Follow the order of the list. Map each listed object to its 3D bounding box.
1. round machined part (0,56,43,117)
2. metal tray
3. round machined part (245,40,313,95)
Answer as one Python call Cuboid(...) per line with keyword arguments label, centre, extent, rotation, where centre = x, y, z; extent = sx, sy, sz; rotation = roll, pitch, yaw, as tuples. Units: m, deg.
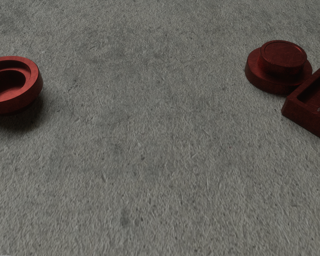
Cuboid(label="round machined part", centre=(-0.215, -0.055, 0.435), extent=(0.099, 0.042, 0.098), rotation=(0, 50, 0))
Cuboid(label="metal tray", centre=(0.247, -0.040, 0.436), extent=(0.131, 0.030, 0.090), rotation=(-36, 59, -27))
Cuboid(label="round machined part", centre=(0.185, -0.099, 0.478), extent=(0.099, 0.042, 0.098), rotation=(0, 50, 0))
